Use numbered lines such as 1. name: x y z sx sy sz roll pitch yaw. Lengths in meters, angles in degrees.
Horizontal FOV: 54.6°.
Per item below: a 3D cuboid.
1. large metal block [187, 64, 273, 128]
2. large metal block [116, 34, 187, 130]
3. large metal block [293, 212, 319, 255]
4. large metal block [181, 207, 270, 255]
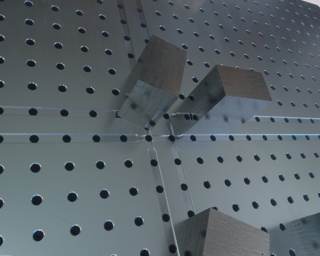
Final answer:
1. large metal block: 0.099 -0.042 0.451 0.081 0.080 0.050 4 60 -26
2. large metal block: -0.011 -0.057 0.402 0.050 0.080 0.080 23 53 -15
3. large metal block: 0.239 0.149 0.410 0.050 0.080 0.080 -2 63 -29
4. large metal block: 0.070 0.146 0.340 0.080 0.050 0.080 26 53 -12
